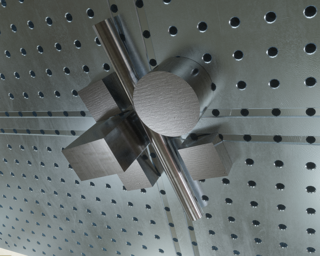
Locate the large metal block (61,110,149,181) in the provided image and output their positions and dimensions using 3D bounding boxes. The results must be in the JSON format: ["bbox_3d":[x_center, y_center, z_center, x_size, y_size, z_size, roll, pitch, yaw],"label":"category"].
[{"bbox_3d":[-0.070,0.023,0.423,0.080,0.080,0.050,-16,110,34],"label":"large metal block"}]

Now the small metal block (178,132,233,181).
[{"bbox_3d":[0.059,0.038,0.402,0.050,0.025,0.050,-15,111,34],"label":"small metal block"}]

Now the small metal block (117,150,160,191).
[{"bbox_3d":[-0.037,0.065,0.469,0.050,0.025,0.050,-17,110,34],"label":"small metal block"}]

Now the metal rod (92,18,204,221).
[{"bbox_3d":[-0.008,0.002,0.415,0.025,0.025,0.299,-13,112,33],"label":"metal rod"}]

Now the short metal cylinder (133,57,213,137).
[{"bbox_3d":[0.016,-0.037,0.362,0.080,0.050,0.079,13,124,20],"label":"short metal cylinder"}]

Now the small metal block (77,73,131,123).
[{"bbox_3d":[-0.077,-0.041,0.425,0.050,0.025,0.050,-19,109,35],"label":"small metal block"}]
